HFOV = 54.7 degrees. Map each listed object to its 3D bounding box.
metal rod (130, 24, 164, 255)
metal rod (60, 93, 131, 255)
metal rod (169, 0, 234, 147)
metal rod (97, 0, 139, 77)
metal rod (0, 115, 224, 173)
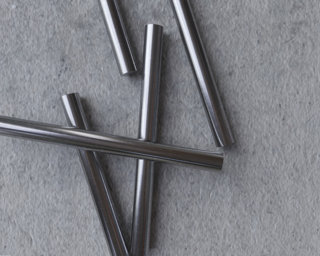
[{"bbox_3d":[-0.017,0.015,0.409,0.025,0.025,0.298,4,90,-1],"label":"metal rod"},{"bbox_3d":[-0.074,0.099,0.409,0.025,0.025,0.298,-18,90,0],"label":"metal rod"},{"bbox_3d":[0.041,-0.120,0.410,0.025,0.025,0.298,-18,90,0],"label":"metal rod"},{"bbox_3d":[-0.084,-0.215,0.408,0.025,0.025,0.298,-17,90,0],"label":"metal rod"},{"bbox_3d":[-0.073,0.018,0.382,0.302,0.025,0.025,10,90,-1],"label":"metal rod"}]
